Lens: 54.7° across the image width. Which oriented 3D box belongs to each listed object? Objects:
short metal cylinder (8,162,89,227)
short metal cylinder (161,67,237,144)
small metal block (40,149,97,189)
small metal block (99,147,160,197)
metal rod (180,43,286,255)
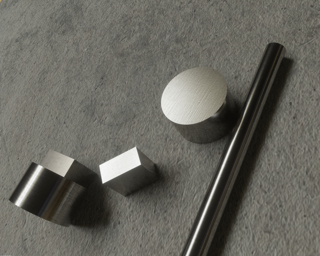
[{"bbox_3d":[-0.137,0.083,0.388,0.080,0.080,0.050,15,70,34],"label":"short metal cylinder"},{"bbox_3d":[0.048,-0.027,0.378,0.080,0.050,0.080,-13,56,20],"label":"short metal cylinder"},{"bbox_3d":[-0.122,0.056,0.416,0.050,0.050,0.025,15,69,34],"label":"small metal block"},{"bbox_3d":[-0.036,0.054,0.372,0.050,0.050,0.025,-28,53,10],"label":"small metal block"},{"bbox_3d":[0.082,0.030,0.342,0.025,0.025,0.300,14,69,33],"label":"metal rod"}]
